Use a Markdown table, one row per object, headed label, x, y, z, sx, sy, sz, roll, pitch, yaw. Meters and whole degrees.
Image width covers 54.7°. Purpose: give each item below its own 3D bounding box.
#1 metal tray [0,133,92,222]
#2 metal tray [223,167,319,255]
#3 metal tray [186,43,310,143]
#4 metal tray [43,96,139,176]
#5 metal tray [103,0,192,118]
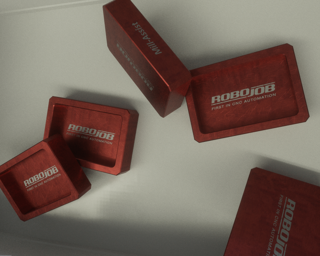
| label | x | y | z | sx | sy | sz | roll | pitch | yaw |
| --- | --- | --- | --- | --- | --- | --- | --- | --- | --- |
| metal tray | -0.172 | 0.074 | 0.443 | 0.130 | 0.030 | 0.090 | -26 | 96 | 28 |
| metal tray | 0.123 | 0.112 | 0.323 | 0.090 | 0.030 | 0.130 | 17 | 55 | 19 |
| metal tray | 0.099 | -0.038 | 0.372 | 0.130 | 0.030 | 0.089 | -13 | 86 | 19 |
| metal tray | -0.101 | 0.009 | 0.442 | 0.130 | 0.030 | 0.089 | 11 | 94 | 19 |
| metal tray | -0.019 | -0.084 | 0.380 | 0.030 | 0.090 | 0.130 | -34 | 78 | -15 |
